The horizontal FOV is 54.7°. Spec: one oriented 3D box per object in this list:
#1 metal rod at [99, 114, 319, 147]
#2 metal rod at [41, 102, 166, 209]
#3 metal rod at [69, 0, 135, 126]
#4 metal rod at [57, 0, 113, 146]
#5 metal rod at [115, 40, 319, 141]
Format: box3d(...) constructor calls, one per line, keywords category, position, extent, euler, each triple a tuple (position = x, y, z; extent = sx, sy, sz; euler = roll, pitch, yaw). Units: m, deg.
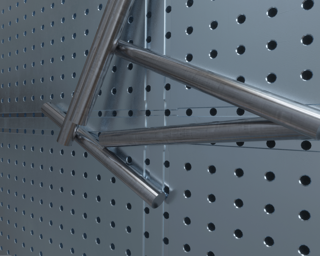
box3d(category="metal rod", position=(0.032, 0.008, 0.381), extent=(0.300, 0.025, 0.025), euler=(-5, 87, 39))
box3d(category="metal rod", position=(-0.106, 0.029, 0.493), extent=(0.300, 0.025, 0.025), euler=(33, 110, 35))
box3d(category="metal rod", position=(-0.061, -0.144, 0.429), extent=(0.025, 0.025, 0.298), euler=(28, 99, 36))
box3d(category="metal rod", position=(-0.095, -0.110, 0.467), extent=(0.025, 0.025, 0.298), euler=(32, 104, 35))
box3d(category="metal rod", position=(0.040, -0.059, 0.357), extent=(0.300, 0.025, 0.025), euler=(31, 109, 41))
